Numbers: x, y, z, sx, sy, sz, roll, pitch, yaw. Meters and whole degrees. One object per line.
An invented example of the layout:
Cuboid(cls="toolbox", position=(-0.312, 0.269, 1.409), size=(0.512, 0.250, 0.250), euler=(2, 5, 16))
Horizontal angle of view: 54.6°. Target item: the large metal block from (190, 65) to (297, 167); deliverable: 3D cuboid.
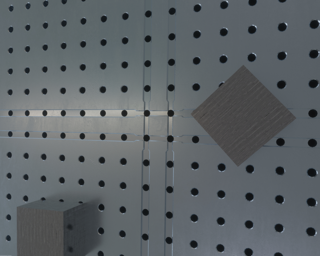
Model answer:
Cuboid(cls="large metal block", position=(0.097, -0.013, 0.365), size=(0.080, 0.050, 0.080), euler=(-44, 77, 15))

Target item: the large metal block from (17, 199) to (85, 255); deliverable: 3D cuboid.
Cuboid(cls="large metal block", position=(-0.160, 0.153, 0.457), size=(0.080, 0.050, 0.080), euler=(0, 90, 20))
